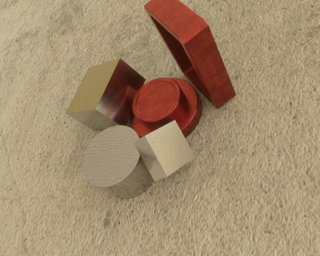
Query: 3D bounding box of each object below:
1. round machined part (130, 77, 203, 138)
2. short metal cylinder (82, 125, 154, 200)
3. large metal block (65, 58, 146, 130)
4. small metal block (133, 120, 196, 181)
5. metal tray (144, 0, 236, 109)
[{"bbox_3d":[0.003,-0.028,0.410,0.098,0.042,0.098,-13,56,20],"label":"round machined part"},{"bbox_3d":[-0.048,0.043,0.387,0.080,0.050,0.080,-13,56,20],"label":"short metal cylinder"},{"bbox_3d":[-0.077,-0.045,0.440,0.080,0.050,0.080,-3,59,46],"label":"large metal block"},{"bbox_3d":[0.006,0.025,0.356,0.025,0.050,0.050,-29,89,49],"label":"small metal block"},{"bbox_3d":[0.039,-0.089,0.370,0.030,0.130,0.090,-38,51,3],"label":"metal tray"}]
